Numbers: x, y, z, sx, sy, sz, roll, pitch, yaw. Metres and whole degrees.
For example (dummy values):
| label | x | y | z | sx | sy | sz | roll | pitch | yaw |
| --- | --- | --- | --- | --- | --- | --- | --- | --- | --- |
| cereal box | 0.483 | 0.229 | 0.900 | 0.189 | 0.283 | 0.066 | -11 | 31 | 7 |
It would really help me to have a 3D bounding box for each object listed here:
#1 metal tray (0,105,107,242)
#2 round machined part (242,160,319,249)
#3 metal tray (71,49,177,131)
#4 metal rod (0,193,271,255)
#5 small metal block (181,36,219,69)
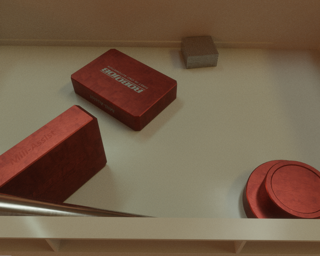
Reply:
| label | x | y | z | sx | sy | sz | roll | pitch | yaw |
| --- | --- | --- | --- | --- | --- | --- | --- | --- | --- |
| metal tray | -0.118 | 0.046 | 0.322 | 0.030 | 0.089 | 0.131 | 34 | 57 | 25 |
| round machined part | 0.143 | 0.074 | 0.334 | 0.099 | 0.042 | 0.098 | 0 | 50 | 0 |
| metal tray | -0.052 | -0.060 | 0.452 | 0.130 | 0.030 | 0.090 | 32 | 56 | 23 |
| metal rod | -0.038 | 0.085 | 0.268 | 0.302 | 0.025 | 0.025 | 13 | 48 | -16 |
| small metal block | 0.064 | -0.125 | 0.511 | 0.050 | 0.025 | 0.050 | -6 | 50 | -6 |
